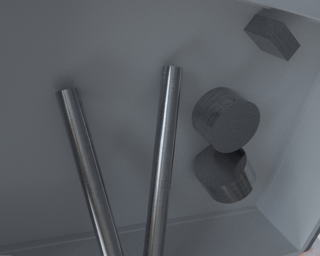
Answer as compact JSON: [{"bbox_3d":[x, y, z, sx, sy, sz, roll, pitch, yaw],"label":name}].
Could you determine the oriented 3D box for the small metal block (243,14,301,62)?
[{"bbox_3d":[0.145,-0.117,0.401,0.050,0.050,0.025,29,102,-38],"label":"small metal block"}]

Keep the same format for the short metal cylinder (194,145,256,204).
[{"bbox_3d":[0.099,0.067,0.471,0.080,0.080,0.050,-38,130,-3],"label":"short metal cylinder"}]

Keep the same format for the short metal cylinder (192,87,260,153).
[{"bbox_3d":[0.092,-0.012,0.438,0.081,0.050,0.079,-14,125,-21],"label":"short metal cylinder"}]

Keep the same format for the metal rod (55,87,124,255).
[{"bbox_3d":[-0.066,0.103,0.353,0.025,0.025,0.298,-16,99,-20],"label":"metal rod"}]

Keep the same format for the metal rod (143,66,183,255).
[{"bbox_3d":[0.000,0.075,0.380,0.025,0.025,0.298,5,92,-31],"label":"metal rod"}]
